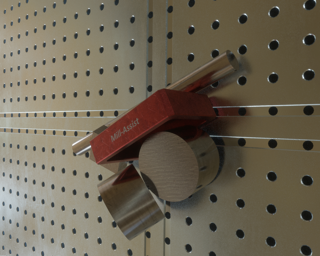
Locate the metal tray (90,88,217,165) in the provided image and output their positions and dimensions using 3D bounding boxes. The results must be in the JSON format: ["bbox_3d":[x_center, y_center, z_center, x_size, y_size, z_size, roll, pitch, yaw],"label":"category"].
[{"bbox_3d":[-0.010,0.002,0.370,0.130,0.091,0.030,-33,70,35],"label":"metal tray"}]

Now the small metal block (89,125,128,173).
[{"bbox_3d":[-0.072,0.031,0.447,0.050,0.025,0.050,26,123,17],"label":"small metal block"}]

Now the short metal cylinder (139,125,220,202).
[{"bbox_3d":[0.022,0.040,0.363,0.080,0.050,0.079,7,103,35],"label":"short metal cylinder"}]

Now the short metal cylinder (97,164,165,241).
[{"bbox_3d":[-0.036,0.092,0.389,0.050,0.080,0.080,-31,64,-9],"label":"short metal cylinder"}]

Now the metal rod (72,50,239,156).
[{"bbox_3d":[-0.028,-0.020,0.427,0.299,0.025,0.025,-27,73,36],"label":"metal rod"}]
